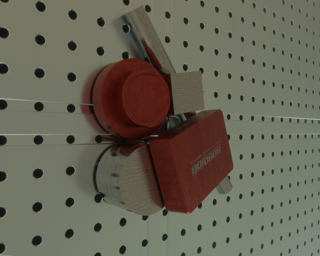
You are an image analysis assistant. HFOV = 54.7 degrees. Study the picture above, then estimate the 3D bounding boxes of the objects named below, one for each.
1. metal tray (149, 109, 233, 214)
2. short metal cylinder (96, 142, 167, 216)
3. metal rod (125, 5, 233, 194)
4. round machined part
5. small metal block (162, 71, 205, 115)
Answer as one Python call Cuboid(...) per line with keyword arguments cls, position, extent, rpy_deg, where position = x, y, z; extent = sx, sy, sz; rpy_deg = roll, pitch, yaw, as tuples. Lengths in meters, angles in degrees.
Cuboid(cls="metal tray", position=(0.046, 0.036, 0.390), extent=(0.131, 0.030, 0.089), rpy_deg=(-28, 109, -50))
Cuboid(cls="short metal cylinder", position=(-0.027, 0.058, 0.365), extent=(0.081, 0.050, 0.079), rpy_deg=(0, 90, -40))
Cuboid(cls="metal rod", position=(0.036, -0.024, 0.435), extent=(0.025, 0.025, 0.299), rpy_deg=(-44, 117, -31))
Cuboid(cls="round machined part", position=(-0.026, -0.035, 0.370), extent=(0.099, 0.042, 0.097), rpy_deg=(0, 90, -39))
Cuboid(cls="small metal block", position=(0.028, -0.046, 0.398), extent=(0.050, 0.025, 0.050), rpy_deg=(-12, 101, -34))
